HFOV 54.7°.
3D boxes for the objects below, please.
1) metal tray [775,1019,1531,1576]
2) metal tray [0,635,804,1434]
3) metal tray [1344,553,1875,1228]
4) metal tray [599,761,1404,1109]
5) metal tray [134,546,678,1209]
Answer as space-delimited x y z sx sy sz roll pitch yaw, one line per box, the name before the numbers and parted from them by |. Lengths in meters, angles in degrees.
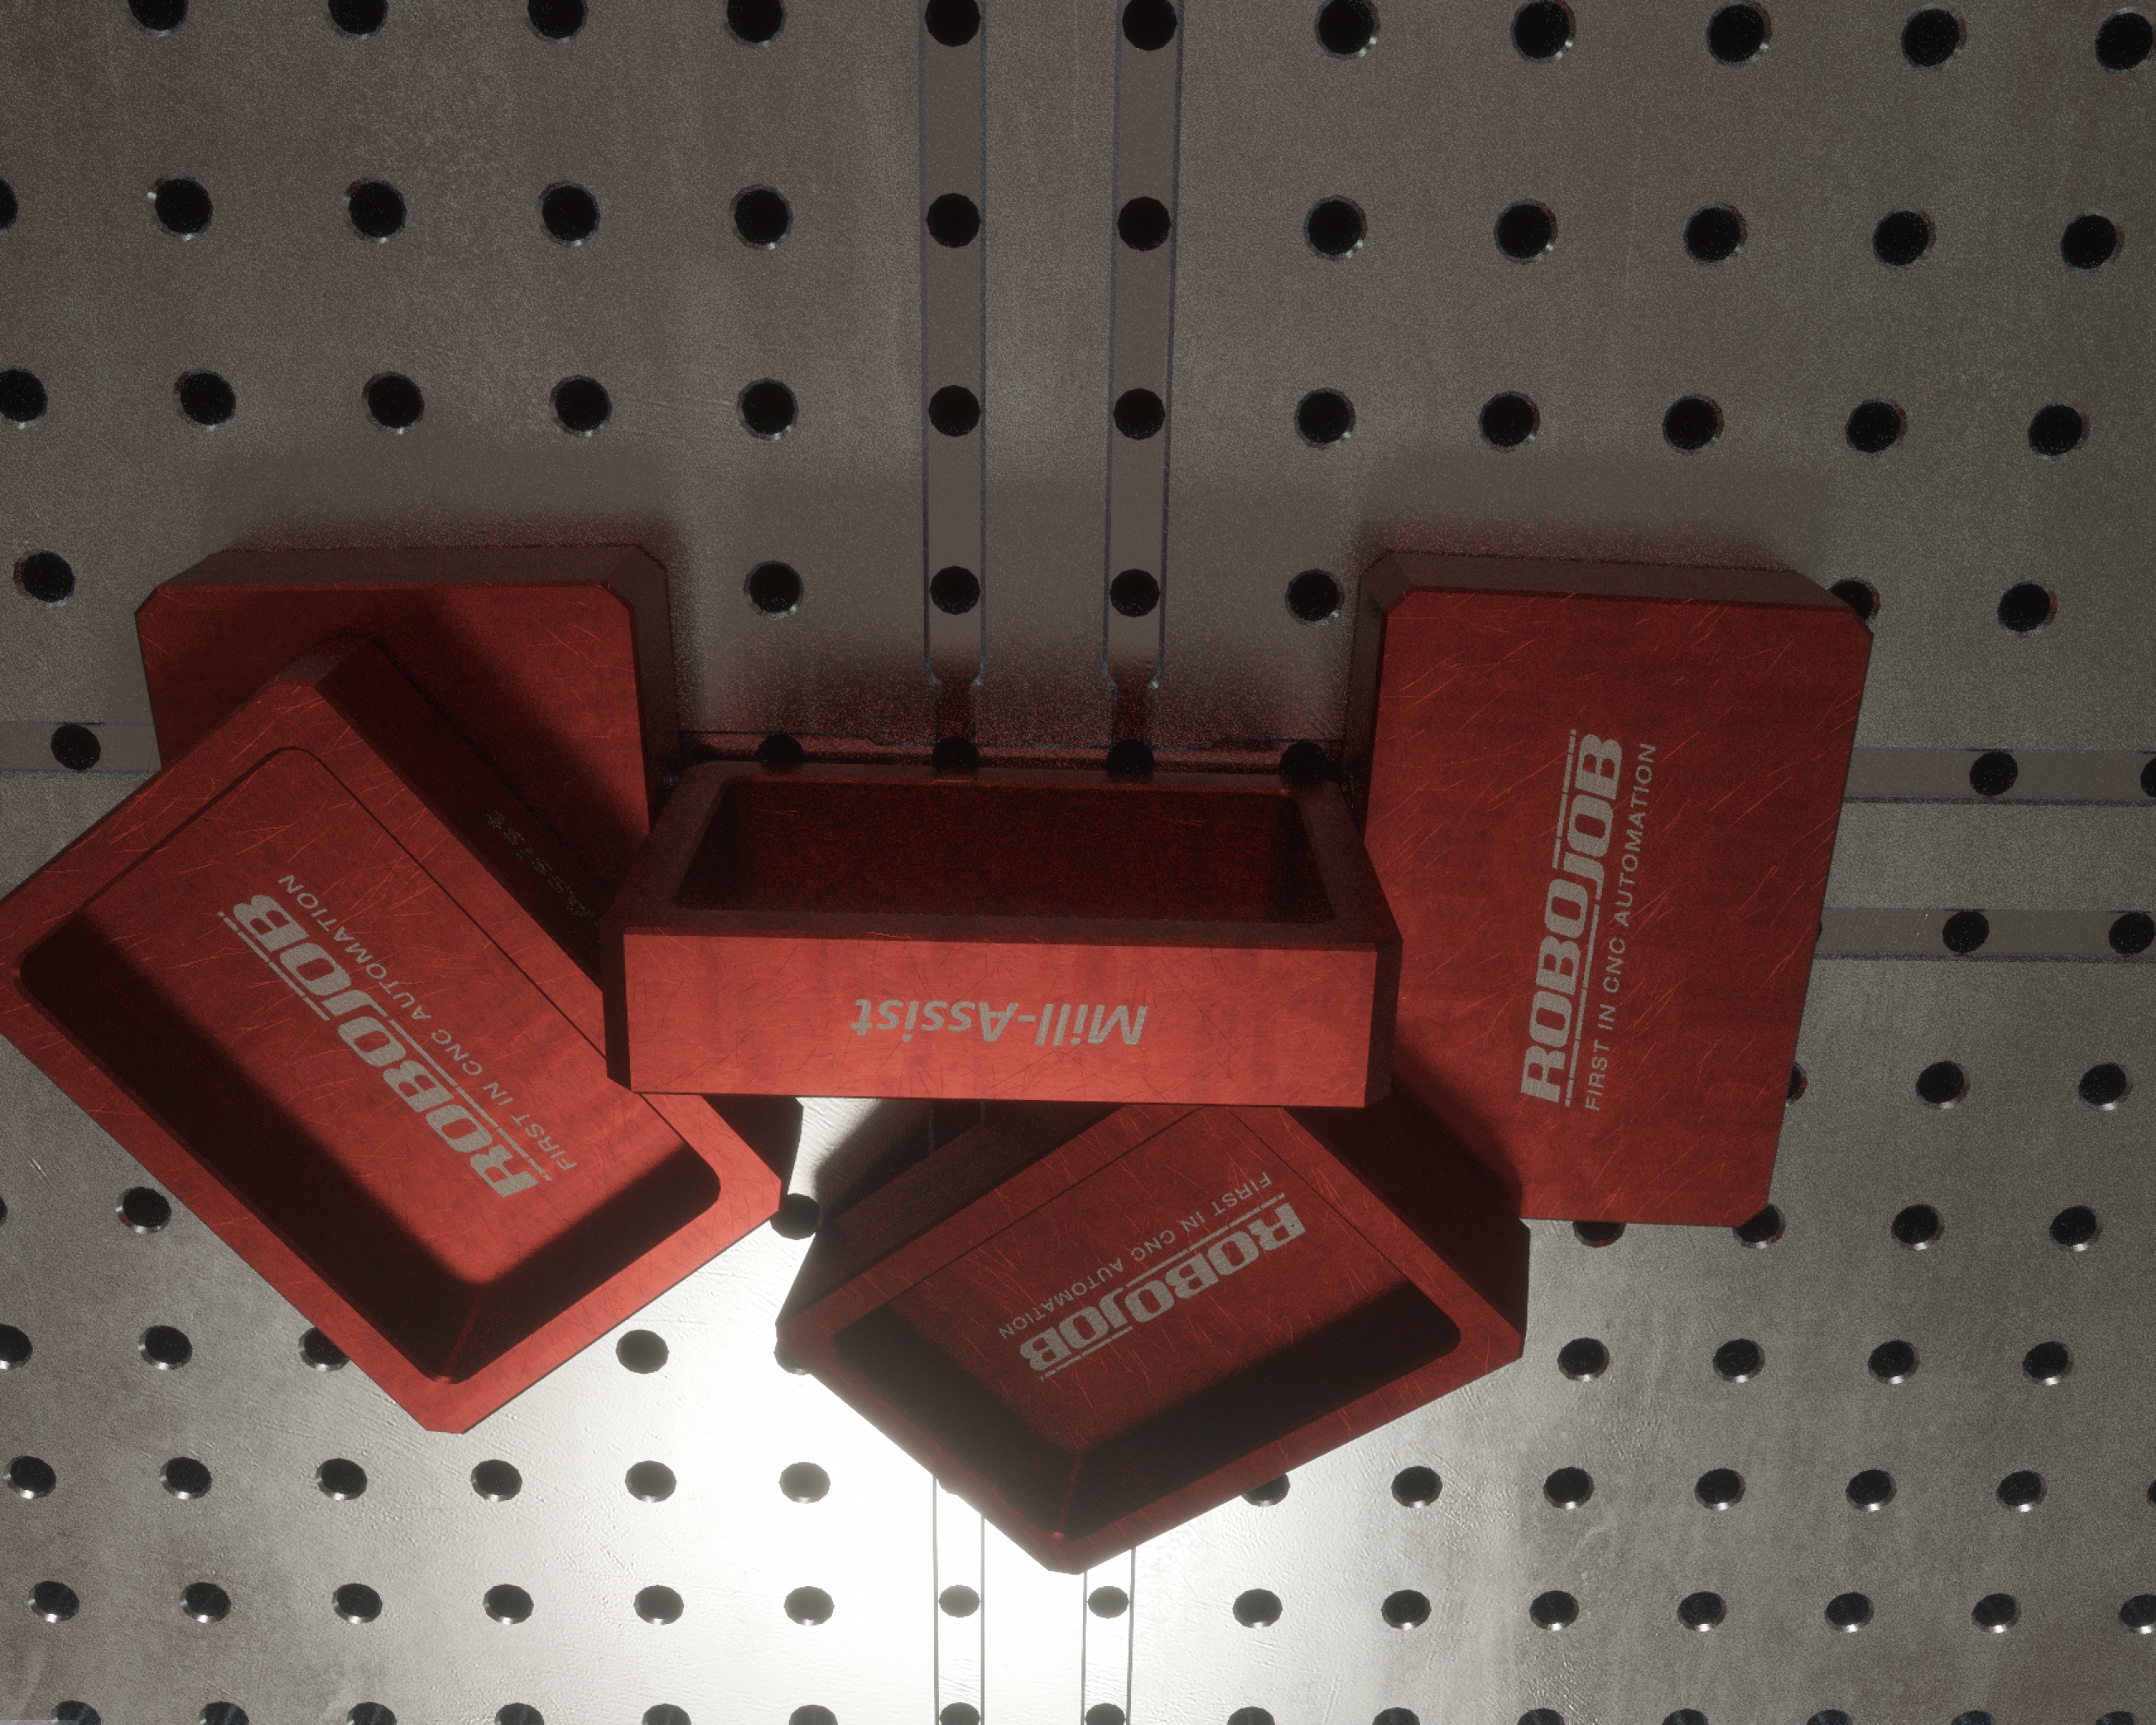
metal tray | 0.014 0.087 0.423 0.130 0.030 0.090 -37 108 30
metal tray | -0.126 0.035 0.388 0.090 0.030 0.130 -36 107 11
metal tray | 0.097 0.007 0.414 0.091 0.030 0.129 3 110 -2
metal tray | -0.013 0.010 0.381 0.131 0.090 0.030 1 110 -1
metal tray | -0.124 0.005 0.411 0.091 0.030 0.129 -1 111 0
